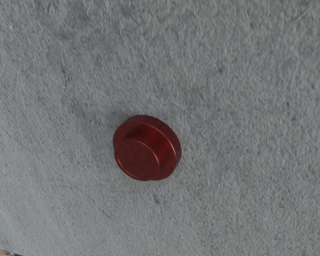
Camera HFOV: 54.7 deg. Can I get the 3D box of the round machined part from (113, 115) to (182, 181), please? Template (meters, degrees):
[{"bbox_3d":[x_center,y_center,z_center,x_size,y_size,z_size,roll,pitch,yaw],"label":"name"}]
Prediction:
[{"bbox_3d":[-0.023,0.034,0.428,0.098,0.042,0.097,13,124,20],"label":"round machined part"}]
